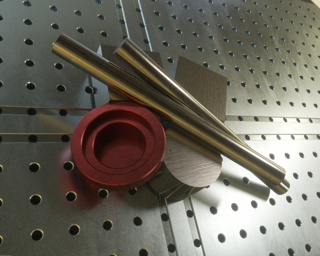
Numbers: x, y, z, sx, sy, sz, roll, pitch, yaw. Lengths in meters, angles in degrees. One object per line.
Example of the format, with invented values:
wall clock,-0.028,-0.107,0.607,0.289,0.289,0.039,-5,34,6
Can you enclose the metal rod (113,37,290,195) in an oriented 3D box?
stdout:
metal rod,0.066,-0.002,0.392,0.301,0.025,0.025,39,50,-21

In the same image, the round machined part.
round machined part,-0.044,0.023,0.341,0.099,0.042,0.098,1,61,-1

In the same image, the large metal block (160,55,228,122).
large metal block,0.046,-0.044,0.437,0.080,0.050,0.080,22,54,-15

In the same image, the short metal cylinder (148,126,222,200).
short metal cylinder,0.027,0.041,0.376,0.081,0.050,0.080,14,56,-21

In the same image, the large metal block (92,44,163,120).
large metal block,-0.039,-0.054,0.396,0.081,0.050,0.080,1,61,-28

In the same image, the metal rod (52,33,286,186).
metal rod,0.019,-0.015,0.357,0.301,0.025,0.025,31,52,-10
